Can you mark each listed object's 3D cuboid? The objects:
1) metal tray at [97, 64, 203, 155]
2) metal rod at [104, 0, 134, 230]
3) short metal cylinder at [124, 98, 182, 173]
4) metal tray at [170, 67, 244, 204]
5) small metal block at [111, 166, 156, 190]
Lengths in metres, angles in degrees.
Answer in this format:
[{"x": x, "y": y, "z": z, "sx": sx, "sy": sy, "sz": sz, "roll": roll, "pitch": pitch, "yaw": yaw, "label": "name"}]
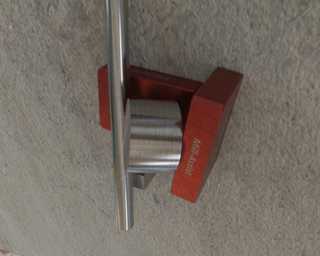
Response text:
[{"x": -0.015, "y": -0.027, "z": 0.394, "sx": 0.130, "sy": 0.030, "sz": 0.089, "roll": 17, "pitch": 125, "yaw": 18, "label": "metal tray"}, {"x": -0.048, "y": -0.002, "z": 0.380, "sx": 0.025, "sy": 0.025, "sz": 0.298, "roll": 10, "pitch": 114, "yaw": 22, "label": "metal rod"}, {"x": -0.011, "y": 0.009, "z": 0.335, "sx": 0.050, "sy": 0.080, "sz": 0.079, "roll": 2, "pitch": 126, "yaw": -12, "label": "short metal cylinder"}, {"x": 0.051, "y": 0.008, "z": 0.343, "sx": 0.030, "sy": 0.090, "sz": 0.129, "roll": 21, "pitch": 126, "yaw": 16, "label": "metal tray"}, {"x": -0.034, "y": 0.057, "z": 0.444, "sx": 0.050, "sy": 0.050, "sz": 0.025, "roll": 12, "pitch": 123, "yaw": 21, "label": "small metal block"}]
